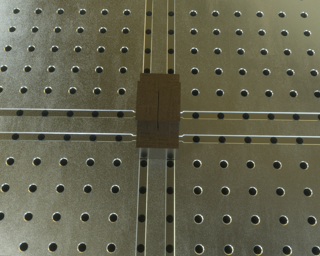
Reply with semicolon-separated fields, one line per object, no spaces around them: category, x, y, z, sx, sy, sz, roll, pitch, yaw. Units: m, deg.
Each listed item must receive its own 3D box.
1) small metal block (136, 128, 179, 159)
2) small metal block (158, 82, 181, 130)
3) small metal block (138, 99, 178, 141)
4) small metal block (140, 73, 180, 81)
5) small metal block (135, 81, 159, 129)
small metal block;-0.003;0.021;0.391;0.050;0.050;0.025;1;70;1
small metal block;0.012;-0.023;0.380;0.025;0.050;0.050;1;70;2
small metal block;-0.002;-0.010;0.415;0.050;0.025;0.050;1;70;2
small metal block;-0.001;-0.050;0.416;0.050;0.050;0.025;2;70;1
small metal block;-0.015;-0.023;0.380;0.025;0.050;0.050;2;70;1
